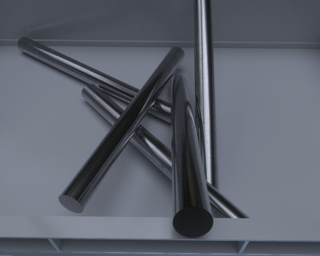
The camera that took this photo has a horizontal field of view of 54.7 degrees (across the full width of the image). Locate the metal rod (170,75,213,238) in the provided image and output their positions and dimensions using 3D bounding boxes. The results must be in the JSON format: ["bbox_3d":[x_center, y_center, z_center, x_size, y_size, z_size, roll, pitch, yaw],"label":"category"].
[{"bbox_3d":[0.024,-0.004,0.328,0.025,0.025,0.300,1,25,1],"label":"metal rod"}]

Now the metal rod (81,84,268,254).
[{"bbox_3d":[-0.006,0.027,0.366,0.025,0.025,0.300,-33,53,-25],"label":"metal rod"}]

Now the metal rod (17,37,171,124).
[{"bbox_3d":[-0.103,-0.078,0.469,0.300,0.025,0.025,27,55,20],"label":"metal rod"}]

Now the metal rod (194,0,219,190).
[{"bbox_3d":[0.057,-0.069,0.396,0.025,0.025,0.299,1,71,1],"label":"metal rod"}]

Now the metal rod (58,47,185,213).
[{"bbox_3d":[-0.026,-0.024,0.383,0.025,0.025,0.301,16,44,13],"label":"metal rod"}]
